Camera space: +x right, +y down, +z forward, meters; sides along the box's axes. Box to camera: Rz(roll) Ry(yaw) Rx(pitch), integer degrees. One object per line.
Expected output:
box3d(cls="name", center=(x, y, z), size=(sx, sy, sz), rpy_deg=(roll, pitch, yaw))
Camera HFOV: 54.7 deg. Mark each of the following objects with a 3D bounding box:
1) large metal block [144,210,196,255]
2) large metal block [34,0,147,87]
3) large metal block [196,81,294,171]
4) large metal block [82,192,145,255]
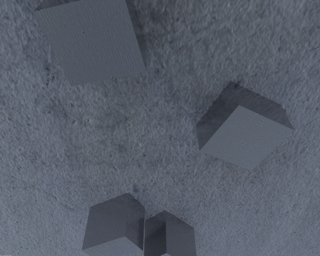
box3d(cls="large metal block", center=(0.019, 0.206, 0.547), size=(0.050, 0.080, 0.080), rpy_deg=(-35, 122, 25))
box3d(cls="large metal block", center=(-0.062, -0.095, 0.309), size=(0.080, 0.050, 0.080), rpy_deg=(-10, 130, 8))
box3d(cls="large metal block", center=(0.103, 0.000, 0.392), size=(0.080, 0.050, 0.080), rpy_deg=(22, 127, -18))
box3d(cls="large metal block", center=(-0.074, 0.164, 0.510), size=(0.080, 0.080, 0.050), rpy_deg=(-24, 126, 18))
